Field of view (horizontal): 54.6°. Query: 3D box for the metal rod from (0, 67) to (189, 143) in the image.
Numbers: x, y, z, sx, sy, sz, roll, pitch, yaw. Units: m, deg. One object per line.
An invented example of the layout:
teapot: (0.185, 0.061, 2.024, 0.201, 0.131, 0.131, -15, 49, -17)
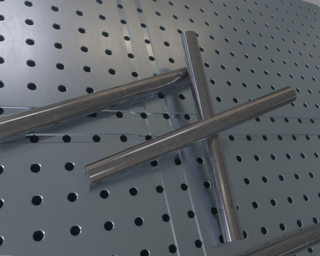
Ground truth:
metal rod: (-0.054, -0.043, 0.404, 0.302, 0.025, 0.025, -22, 74, -36)

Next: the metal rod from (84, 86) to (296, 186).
metal rod: (0.054, 0.002, 0.390, 0.302, 0.025, 0.025, -21, 72, -21)

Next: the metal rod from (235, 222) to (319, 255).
metal rod: (0.115, 0.158, 0.372, 0.302, 0.025, 0.025, -6, 65, -31)

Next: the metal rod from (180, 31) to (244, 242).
metal rod: (0.066, -0.003, 0.424, 0.025, 0.025, 0.299, 2, 67, -27)
